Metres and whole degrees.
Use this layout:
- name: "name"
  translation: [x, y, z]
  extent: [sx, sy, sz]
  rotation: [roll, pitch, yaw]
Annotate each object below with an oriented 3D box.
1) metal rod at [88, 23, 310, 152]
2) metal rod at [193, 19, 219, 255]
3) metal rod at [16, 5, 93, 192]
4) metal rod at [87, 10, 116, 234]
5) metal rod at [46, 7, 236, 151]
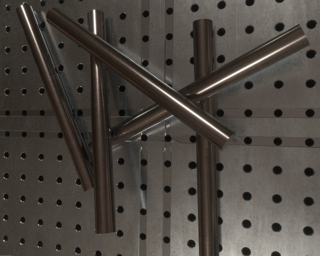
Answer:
- name: "metal rod"
  translation: [0.026, -0.034, 0.379]
  extent: [0.300, 0.025, 0.025]
  rotation: [-27, 81, 26]
- name: "metal rod"
  translation: [0.058, 0.015, 0.391]
  extent: [0.025, 0.025, 0.298]
  rotation: [-2, 89, 19]
- name: "metal rod"
  translation: [-0.155, -0.049, 0.465]
  extent: [0.025, 0.025, 0.299]
  rotation: [-26, 82, 18]
- name: "metal rod"
  translation: [-0.079, -0.017, 0.411]
  extent: [0.025, 0.025, 0.299]
  rotation: [-9, 77, 19]
- name: "metal rod"
  translation: [-0.038, -0.071, 0.381]
  extent: [0.300, 0.025, 0.025]
  rotation: [38, 102, 21]
